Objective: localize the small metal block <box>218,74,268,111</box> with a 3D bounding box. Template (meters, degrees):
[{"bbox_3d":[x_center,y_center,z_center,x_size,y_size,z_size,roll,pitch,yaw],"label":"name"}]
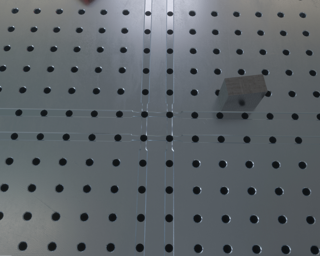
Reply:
[{"bbox_3d":[0.109,-0.046,0.416,0.050,0.050,0.025,-7,70,-3],"label":"small metal block"}]
